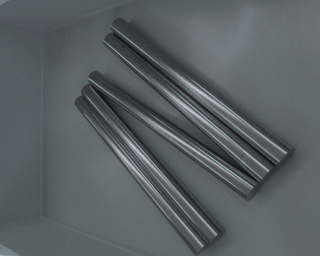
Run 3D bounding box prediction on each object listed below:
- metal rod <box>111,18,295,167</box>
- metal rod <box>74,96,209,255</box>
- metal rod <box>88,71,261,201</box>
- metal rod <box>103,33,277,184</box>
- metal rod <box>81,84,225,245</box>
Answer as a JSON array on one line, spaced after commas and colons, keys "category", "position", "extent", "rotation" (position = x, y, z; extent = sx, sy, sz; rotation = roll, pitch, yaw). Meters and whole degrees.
[{"category": "metal rod", "position": [0.031, -0.061, 0.380], "extent": [0.300, 0.025, 0.025], "rotation": [44, 117, 31]}, {"category": "metal rod", "position": [-0.040, 0.049, 0.438], "extent": [0.300, 0.025, 0.025], "rotation": [46, 117, 30]}, {"category": "metal rod", "position": [-0.002, -0.007, 0.407], "extent": [0.300, 0.025, 0.025], "rotation": [36, 112, 34]}, {"category": "metal rod", "position": [0.018, -0.042, 0.390], "extent": [0.300, 0.025, 0.025], "rotation": [44, 117, 31]}, {"category": "metal rod", "position": [-0.026, 0.032, 0.427], "extent": [0.300, 0.025, 0.025], "rotation": [46, 117, 30]}]
